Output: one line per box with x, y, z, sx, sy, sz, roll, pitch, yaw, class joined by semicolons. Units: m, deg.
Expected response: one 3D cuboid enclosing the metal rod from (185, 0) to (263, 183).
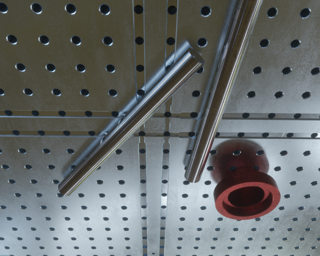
0.071;-0.038;0.380;0.025;0.025;0.298;6;130;-6;metal rod

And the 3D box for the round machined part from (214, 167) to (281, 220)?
0.133;0.099;0.487;0.099;0.042;0.097;-1;130;0;round machined part

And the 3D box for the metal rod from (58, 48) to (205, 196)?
-0.055;0.008;0.417;0.025;0.025;0.299;32;123;-25;metal rod
